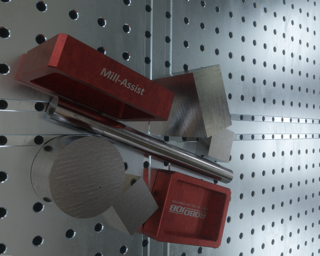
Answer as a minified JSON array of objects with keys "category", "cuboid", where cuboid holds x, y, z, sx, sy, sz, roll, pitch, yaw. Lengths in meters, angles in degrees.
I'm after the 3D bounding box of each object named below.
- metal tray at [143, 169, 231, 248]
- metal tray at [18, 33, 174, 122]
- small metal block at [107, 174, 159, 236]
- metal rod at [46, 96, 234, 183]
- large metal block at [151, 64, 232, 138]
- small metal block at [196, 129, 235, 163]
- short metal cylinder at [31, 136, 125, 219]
[{"category":"metal tray","cuboid":[0.044,0.117,0.442,0.131,0.030,0.090,23,76,-38]},{"category":"metal tray","cuboid":[-0.062,-0.042,0.313,0.131,0.090,0.030,23,76,-38]},{"category":"small metal block","cuboid":[-0.036,0.093,0.380,0.050,0.025,0.050,-40,114,-33]},{"category":"metal rod","cuboid":[-0.001,0.028,0.408,0.302,0.025,0.025,24,75,-37]},{"category":"large metal block","cuboid":[0.040,-0.034,0.408,0.050,0.080,0.080,-24,105,-38]},{"category":"small metal block","cuboid":[0.086,0.024,0.481,0.050,0.025,0.050,22,76,-38]},{"category":"short metal cylinder","cuboid":[-0.084,0.048,0.321,0.081,0.050,0.080,0,90,-40]}]
